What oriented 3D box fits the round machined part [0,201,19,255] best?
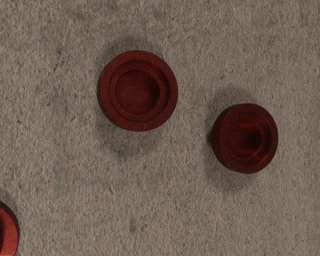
[{"bbox_3d":[-0.203,0.123,0.325,0.099,0.042,0.097,0,90,-21],"label":"round machined part"}]

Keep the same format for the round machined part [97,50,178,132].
[{"bbox_3d":[-0.031,-0.044,0.389,0.099,0.042,0.097,0,90,-21],"label":"round machined part"}]

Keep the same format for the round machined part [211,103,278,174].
[{"bbox_3d":[0.116,0.014,0.445,0.099,0.042,0.097,0,90,-21],"label":"round machined part"}]
